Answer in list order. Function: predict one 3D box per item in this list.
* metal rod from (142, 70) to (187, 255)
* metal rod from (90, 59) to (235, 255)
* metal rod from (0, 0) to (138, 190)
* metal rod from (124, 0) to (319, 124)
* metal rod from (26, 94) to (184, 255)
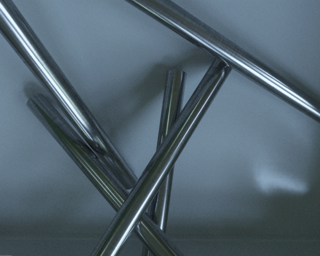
[{"bbox_3d":[0.001,0.078,0.374,0.025,0.025,0.298,8,85,-3],"label":"metal rod"},{"bbox_3d":[0.005,0.034,0.345,0.025,0.025,0.300,36,75,-12],"label":"metal rod"},{"bbox_3d":[-0.095,-0.023,0.343,0.025,0.025,0.299,-21,132,7],"label":"metal rod"},{"bbox_3d":[0.094,-0.077,0.358,0.301,0.025,0.025,27,108,-20],"label":"metal rod"},{"bbox_3d":[-0.059,0.069,0.363,0.300,0.025,0.025,46,106,14],"label":"metal rod"}]
